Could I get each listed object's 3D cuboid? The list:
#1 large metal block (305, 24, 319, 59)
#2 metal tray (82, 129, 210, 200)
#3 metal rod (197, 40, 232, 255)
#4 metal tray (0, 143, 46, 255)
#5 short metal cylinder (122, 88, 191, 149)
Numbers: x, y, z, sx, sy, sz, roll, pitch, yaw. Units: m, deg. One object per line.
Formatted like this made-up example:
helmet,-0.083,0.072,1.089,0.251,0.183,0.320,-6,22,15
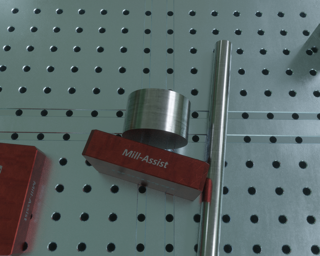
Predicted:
large metal block,0.270,-0.142,0.436,0.080,0.080,0.050,-27,73,-10
metal tray,-0.015,0.046,0.360,0.131,0.090,0.030,16,71,6
metal rod,0.074,0.017,0.405,0.025,0.025,0.299,7,70,2
metal tray,-0.203,0.084,0.377,0.091,0.030,0.130,6,70,2
short metal cylinder,-0.004,-0.009,0.386,0.080,0.080,0.050,6,70,2
